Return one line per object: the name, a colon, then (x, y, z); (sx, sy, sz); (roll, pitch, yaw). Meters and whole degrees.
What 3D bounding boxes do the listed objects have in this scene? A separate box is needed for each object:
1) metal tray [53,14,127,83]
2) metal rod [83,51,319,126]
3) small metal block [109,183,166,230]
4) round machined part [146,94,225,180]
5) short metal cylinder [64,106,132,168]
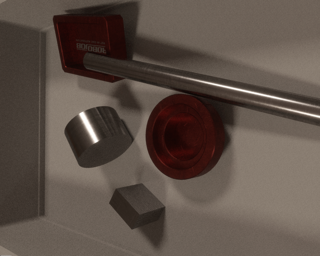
metal tray: (-0.106, -0.124, 0.468); (0.130, 0.030, 0.089); (17, 122, 38)
metal rod: (0.028, -0.053, 0.355); (0.300, 0.025, 0.025); (18, 102, 29)
small metal block: (-0.030, 0.103, 0.413); (0.050, 0.050, 0.025); (39, 114, 33)
round machined part: (0.033, 0.010, 0.367); (0.098, 0.042, 0.097); (0, 90, 39)
short metal cylinder: (-0.088, 0.014, 0.441); (0.080, 0.081, 0.050); (-46, 63, 30)
